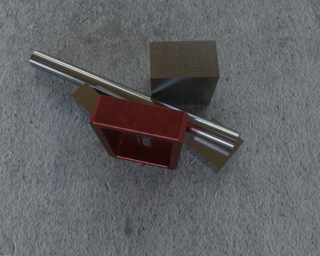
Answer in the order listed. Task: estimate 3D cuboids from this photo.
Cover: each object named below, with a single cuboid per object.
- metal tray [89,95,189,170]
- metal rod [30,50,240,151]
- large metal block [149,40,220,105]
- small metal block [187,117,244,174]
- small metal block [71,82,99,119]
[{"bbox_3d":[-0.020,0.011,0.349,0.090,0.130,0.030,12,71,4],"label":"metal tray"},{"bbox_3d":[-0.043,-0.041,0.409,0.301,0.025,0.025,23,72,13],"label":"metal rod"},{"bbox_3d":[0.028,-0.068,0.404,0.081,0.080,0.050,-2,70,-1],"label":"large metal block"},{"bbox_3d":[0.071,0.023,0.402,0.050,0.025,0.050,40,74,13],"label":"small metal block"},{"bbox_3d":[-0.083,-0.025,0.403,0.050,0.050,0.025,43,75,13],"label":"small metal block"}]
